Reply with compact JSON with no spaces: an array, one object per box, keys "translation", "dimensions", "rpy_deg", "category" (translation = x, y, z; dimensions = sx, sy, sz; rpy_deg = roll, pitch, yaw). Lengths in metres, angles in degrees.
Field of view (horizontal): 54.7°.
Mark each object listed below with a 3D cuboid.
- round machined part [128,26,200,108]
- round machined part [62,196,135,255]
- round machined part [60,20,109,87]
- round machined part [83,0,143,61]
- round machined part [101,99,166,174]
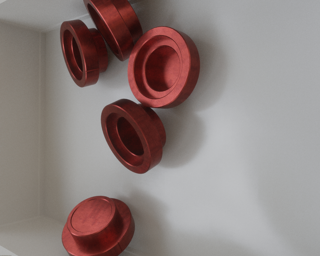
[{"translation":[0.009,-0.073,0.387],"dimensions":[0.098,0.042,0.097],"rpy_deg":[0,90,39],"category":"round machined part"},{"translation":[-0.087,0.132,0.425],"dimensions":[0.098,0.099,0.042],"rpy_deg":[16,134,38],"category":"round machined part"},{"translation":[-0.112,-0.114,0.469],"dimensions":[0.098,0.042,0.097],"rpy_deg":[39,139,44],"category":"round machined part"},{"translation":[-0.059,-0.143,0.419],"dimensions":[0.042,0.098,0.098],"rpy_deg":[-34,63,-8],"category":"round machined part"},{"translation":[-0.030,0.007,0.402],"dimensions":[0.098,0.042,0.097],"rpy_deg":[31,137,35],"category":"round machined part"}]
